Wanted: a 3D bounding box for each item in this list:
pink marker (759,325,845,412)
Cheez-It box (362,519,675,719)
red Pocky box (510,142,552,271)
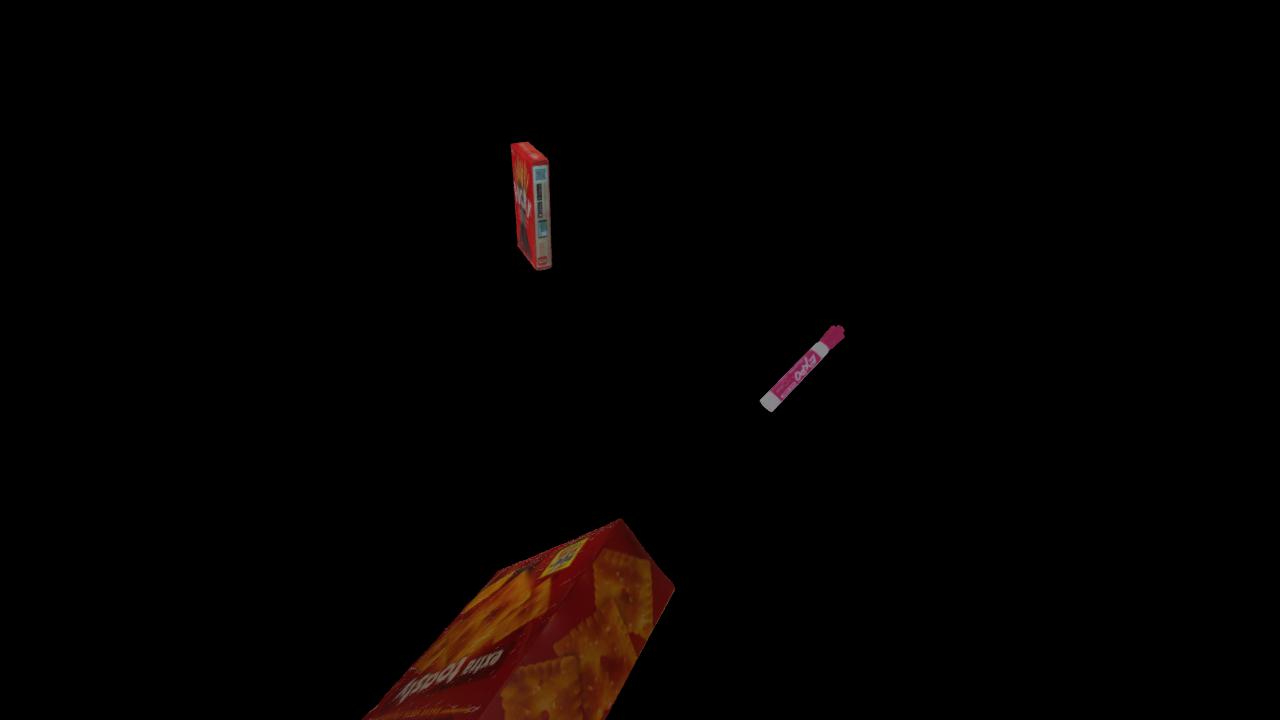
[{"bbox_3d":[0.178,0.008,0.668,0.020,0.121,0.020,44,-4,4],"label":"pink marker"},{"bbox_3d":[-0.095,0.209,0.370,0.166,0.071,0.223,-33,7,38],"label":"Cheez-It box"},{"bbox_3d":[-0.148,-0.209,0.841,0.028,0.155,0.083,-14,39,-23],"label":"red Pocky box"}]
